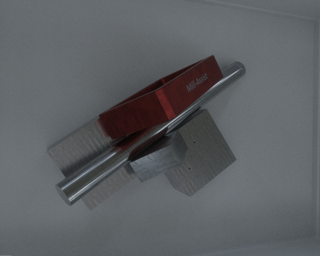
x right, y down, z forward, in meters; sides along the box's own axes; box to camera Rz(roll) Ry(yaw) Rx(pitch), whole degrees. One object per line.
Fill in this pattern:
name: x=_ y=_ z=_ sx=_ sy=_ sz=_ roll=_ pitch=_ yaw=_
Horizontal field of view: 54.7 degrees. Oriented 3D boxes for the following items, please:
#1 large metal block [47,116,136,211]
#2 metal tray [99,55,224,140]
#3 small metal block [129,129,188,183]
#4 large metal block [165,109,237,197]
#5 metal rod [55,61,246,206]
large metal block: x=-0.075 y=0.036 z=0.367 sx=0.080 sy=0.050 sz=0.080 roll=-35 pitch=102 yaw=-17
metal tray: x=0.006 y=-0.037 z=0.349 sx=0.131 sy=0.090 sz=0.030 roll=-40 pitch=107 yaw=-49
small metal block: x=0.000 y=0.030 z=0.345 sx=0.050 sy=0.050 sz=0.025 roll=-25 pitch=101 yaw=19
large metal block: x=0.040 y=0.031 z=0.412 sx=0.080 sy=0.050 sz=0.080 roll=-35 pitch=102 yaw=-17
metal rod: x=0.011 y=-0.011 z=0.375 sx=0.302 sy=0.025 sz=0.025 roll=-36 pitch=102 yaw=-32
